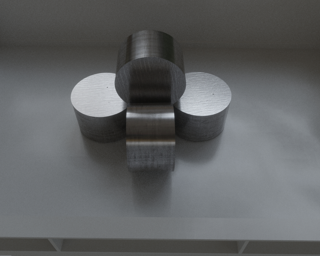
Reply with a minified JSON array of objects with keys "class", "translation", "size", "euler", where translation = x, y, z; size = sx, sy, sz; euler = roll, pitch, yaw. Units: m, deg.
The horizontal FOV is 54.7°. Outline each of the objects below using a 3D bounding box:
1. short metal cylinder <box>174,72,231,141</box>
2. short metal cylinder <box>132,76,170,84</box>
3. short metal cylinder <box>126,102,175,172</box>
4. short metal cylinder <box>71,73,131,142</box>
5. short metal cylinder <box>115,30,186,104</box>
[{"class":"short metal cylinder","translation":[0.050,-0.029,0.411],"size":[0.080,0.050,0.080],"euler":[0,50,0]},{"class":"short metal cylinder","translation":[-0.013,-0.088,0.441],"size":[0.050,0.080,0.080],"euler":[-1,50,-2]},{"class":"short metal cylinder","translation":[-0.010,0.011,0.358],"size":[0.050,0.080,0.080],"euler":[-1,50,-2]},{"class":"short metal cylinder","translation":[-0.071,-0.028,0.409],"size":[0.080,0.050,0.080],"euler":[0,50,0]},{"class":"short metal cylinder","translation":[-0.011,-0.067,0.366],"size":[0.081,0.080,0.050],"euler":[-1,50,-1]}]
